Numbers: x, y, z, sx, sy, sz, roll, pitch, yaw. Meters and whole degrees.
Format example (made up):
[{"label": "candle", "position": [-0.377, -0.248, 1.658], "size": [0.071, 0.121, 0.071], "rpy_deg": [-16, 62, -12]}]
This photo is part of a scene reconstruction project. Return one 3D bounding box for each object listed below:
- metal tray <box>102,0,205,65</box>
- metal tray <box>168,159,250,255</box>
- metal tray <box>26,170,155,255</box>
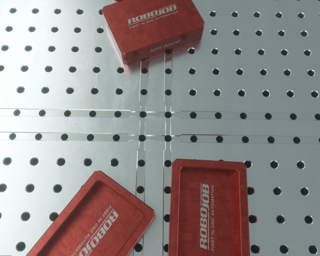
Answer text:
[{"label": "metal tray", "position": [-0.010, -0.159, 0.467], "size": [0.131, 0.030, 0.090], "rpy_deg": [-22, 72, -8]}, {"label": "metal tray", "position": [0.057, 0.105, 0.371], "size": [0.091, 0.030, 0.130], "rpy_deg": [3, 70, 0]}, {"label": "metal tray", "position": [-0.078, 0.127, 0.361], "size": [0.090, 0.030, 0.130], "rpy_deg": [34, 73, 11]}]
